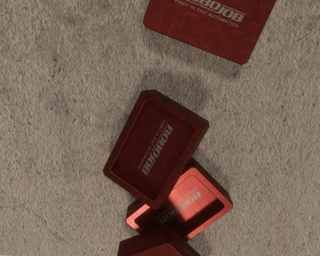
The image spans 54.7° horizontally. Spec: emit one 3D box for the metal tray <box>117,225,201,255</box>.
[{"bbox_3d":[0.010,0.203,0.460,0.090,0.030,0.130,-27,120,22],"label":"metal tray"}]

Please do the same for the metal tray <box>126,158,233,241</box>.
[{"bbox_3d":[0.027,0.116,0.450,0.130,0.030,0.090,-41,106,13],"label":"metal tray"}]

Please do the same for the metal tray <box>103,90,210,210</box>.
[{"bbox_3d":[-0.007,0.027,0.398,0.090,0.030,0.129,32,108,14],"label":"metal tray"}]

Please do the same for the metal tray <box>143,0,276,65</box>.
[{"bbox_3d":[0.056,-0.138,0.357,0.131,0.030,0.089,19,109,-8],"label":"metal tray"}]
